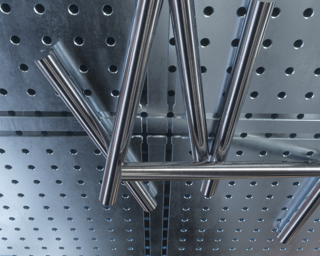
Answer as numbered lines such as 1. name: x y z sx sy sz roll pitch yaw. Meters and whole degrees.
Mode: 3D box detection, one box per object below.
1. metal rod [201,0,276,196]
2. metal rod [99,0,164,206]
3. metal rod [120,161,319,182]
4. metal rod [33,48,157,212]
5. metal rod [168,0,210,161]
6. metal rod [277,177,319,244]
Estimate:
1. metal rod: 0.089 -0.014 0.400 0.025 0.025 0.298 3 130 -3
2. metal rod: -0.041 -0.016 0.376 0.025 0.025 0.298 11 123 -9
3. metal rod: 0.097 0.059 0.430 0.302 0.025 0.025 1 131 -14
4. metal rod: -0.072 0.025 0.431 0.025 0.025 0.299 -17 128 14
5. metal rod: 0.033 -0.073 0.349 0.025 0.025 0.299 -8 130 6
6. metal rod: 0.257 0.098 0.496 0.025 0.025 0.298 6 130 -5
